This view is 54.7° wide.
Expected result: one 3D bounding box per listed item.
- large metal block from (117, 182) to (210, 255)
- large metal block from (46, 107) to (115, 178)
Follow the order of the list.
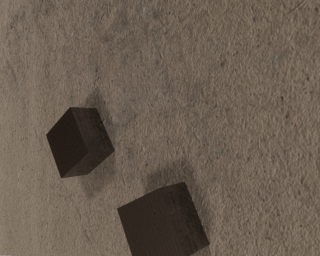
[{"bbox_3d":[0.002,0.122,0.385,0.080,0.050,0.080,-33,70,35],"label":"large metal block"},{"bbox_3d":[-0.128,0.023,0.492,0.080,0.050,0.080,-40,66,32],"label":"large metal block"}]
